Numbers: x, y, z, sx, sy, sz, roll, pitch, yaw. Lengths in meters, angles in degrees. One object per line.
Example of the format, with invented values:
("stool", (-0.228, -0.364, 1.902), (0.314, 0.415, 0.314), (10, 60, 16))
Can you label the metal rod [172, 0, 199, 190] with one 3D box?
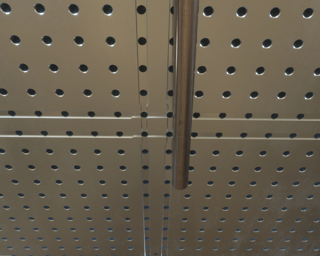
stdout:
("metal rod", (0.029, -0.027, 0.388), (0.025, 0.025, 0.298), (-1, 130, 1))
